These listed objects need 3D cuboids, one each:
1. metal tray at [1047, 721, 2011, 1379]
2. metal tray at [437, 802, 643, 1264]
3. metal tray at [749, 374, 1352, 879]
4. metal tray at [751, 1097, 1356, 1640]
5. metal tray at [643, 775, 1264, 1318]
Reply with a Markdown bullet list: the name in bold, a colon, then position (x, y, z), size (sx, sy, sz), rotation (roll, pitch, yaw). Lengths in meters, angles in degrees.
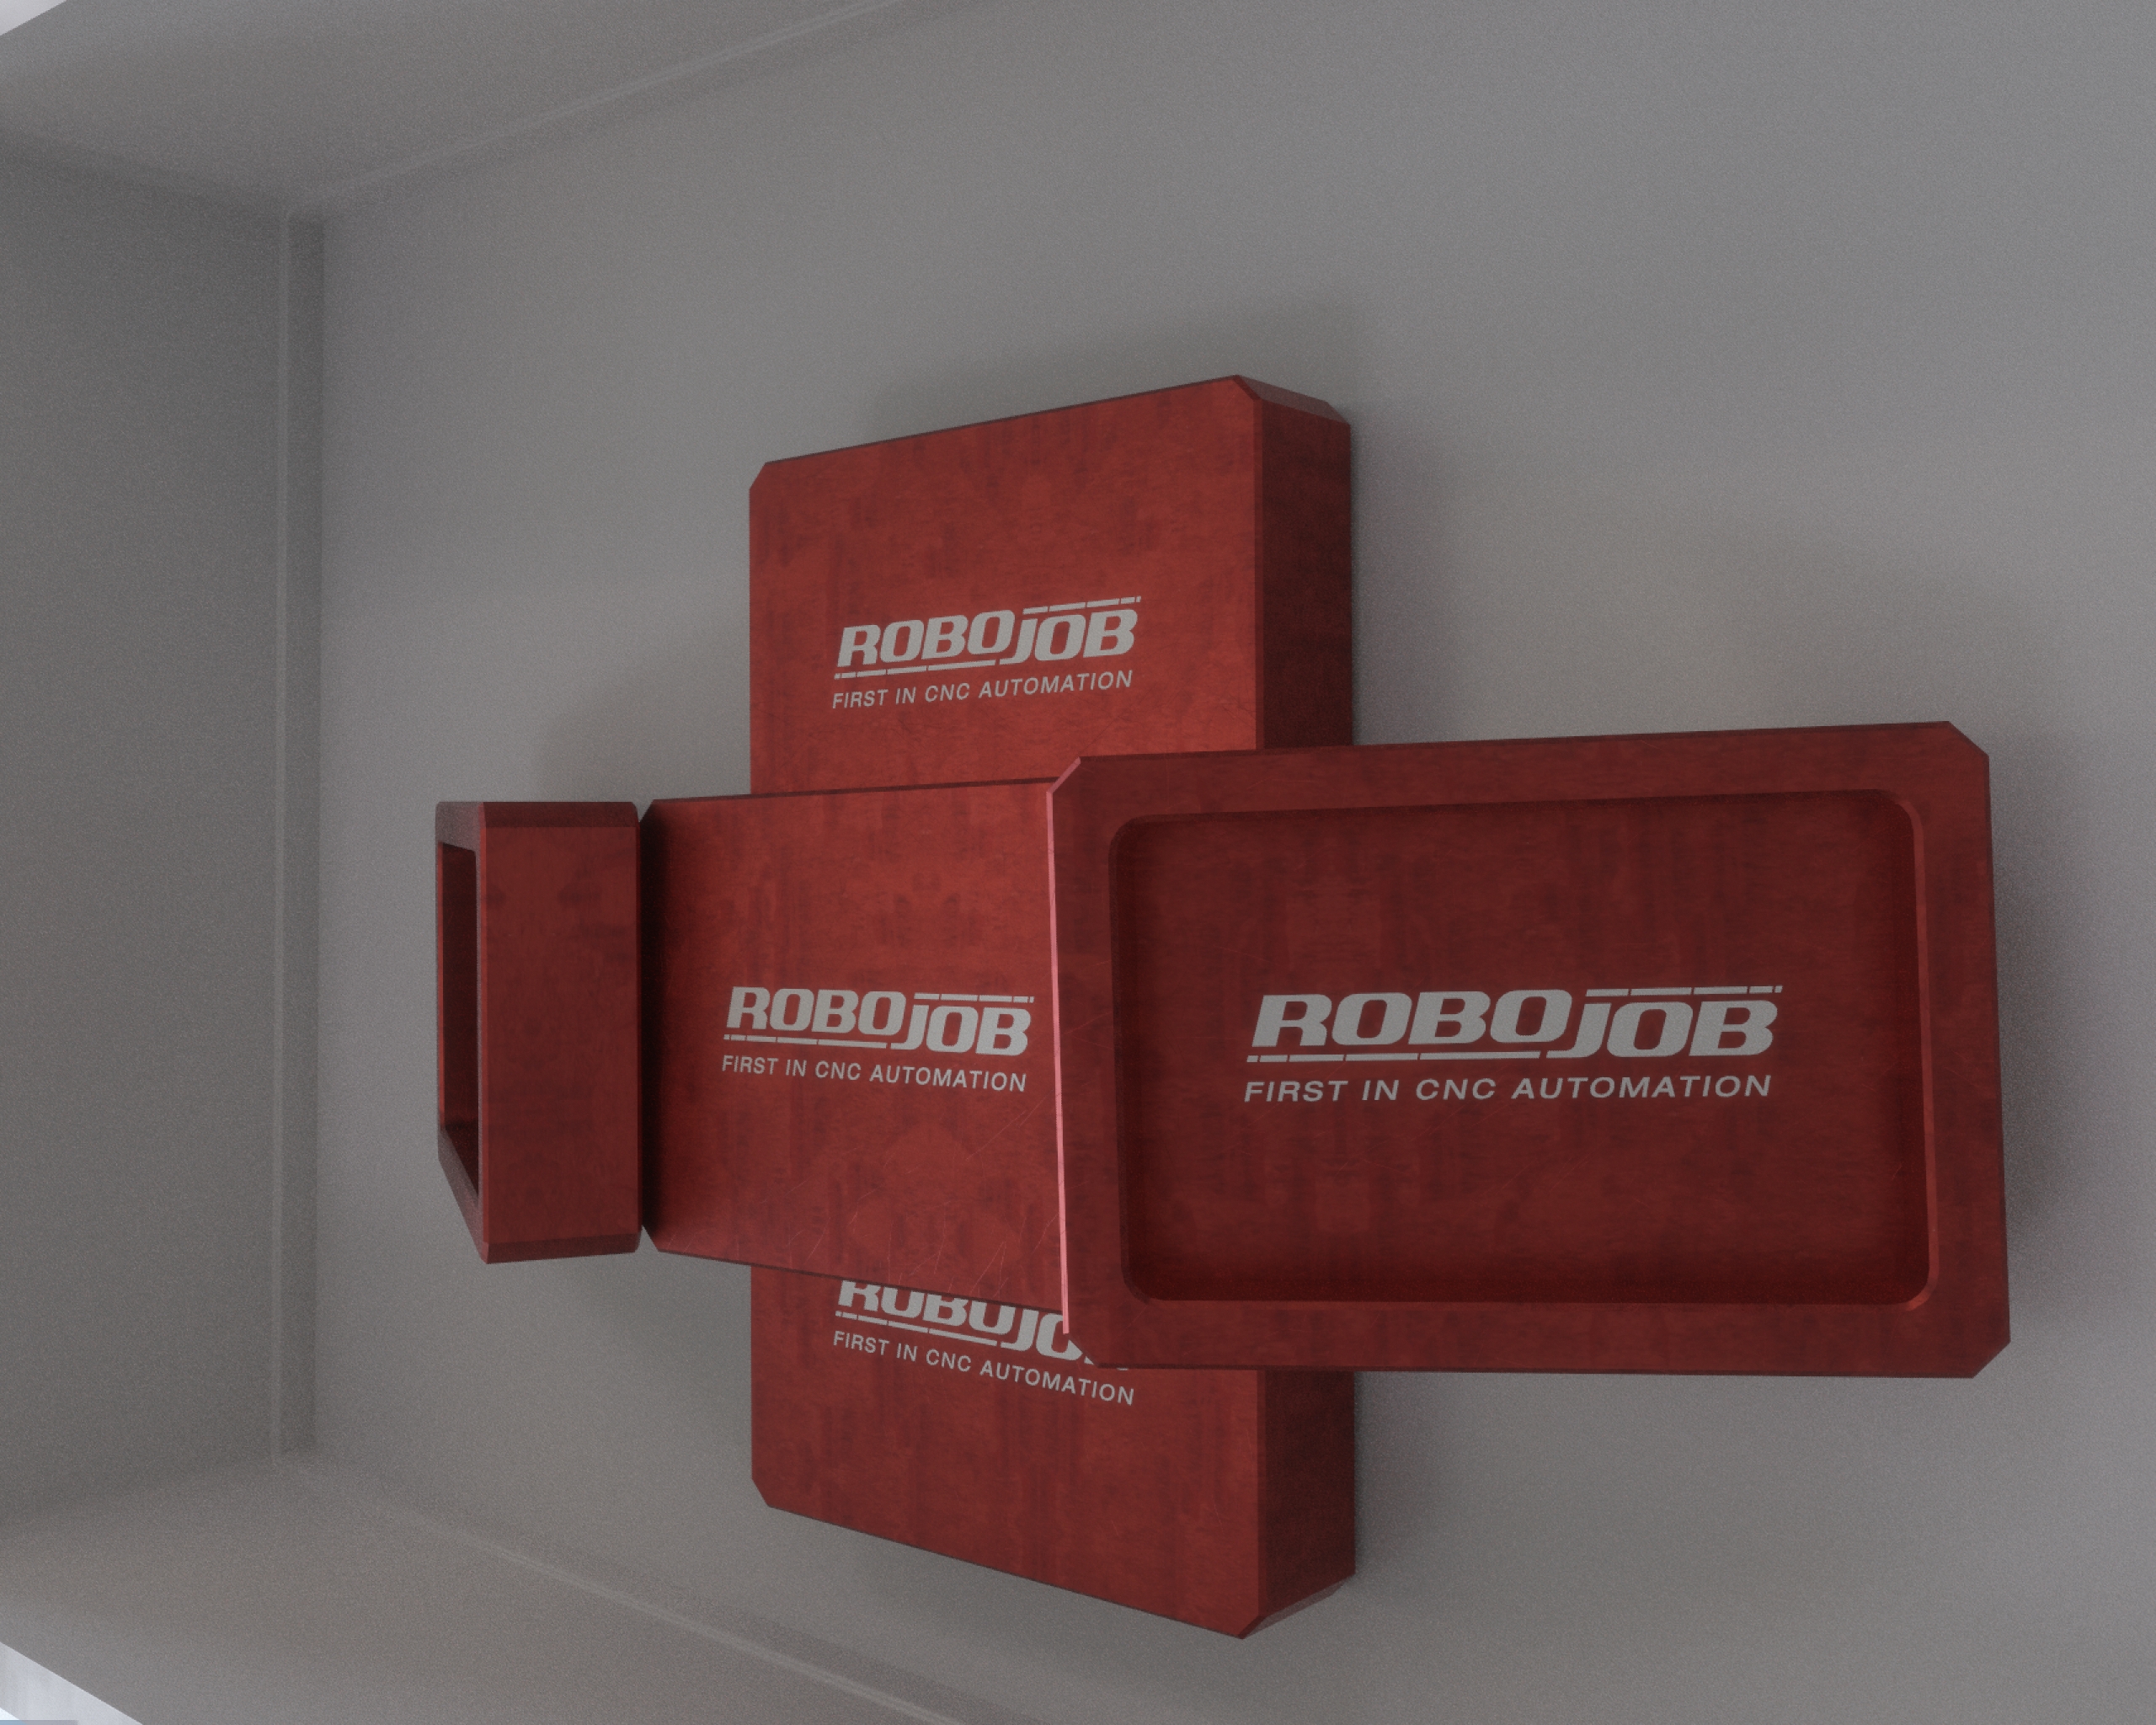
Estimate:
- **metal tray**: position (0.063, 0.027, 0.308), size (0.131, 0.030, 0.089), rotation (-2, 89, 10)
- **metal tray**: position (-0.122, 0.031, 0.463), size (0.130, 0.030, 0.089), rotation (-176, 86, -69)
- **metal tray**: position (-0.010, -0.039, 0.408), size (0.130, 0.030, 0.089), rotation (0, 90, 39)
- **metal tray**: position (-0.009, 0.089, 0.408), size (0.130, 0.030, 0.089), rotation (0, 90, 39)
- **metal tray**: position (-0.028, 0.031, 0.386), size (0.130, 0.030, 0.089), rotation (-1, 89, 39)
